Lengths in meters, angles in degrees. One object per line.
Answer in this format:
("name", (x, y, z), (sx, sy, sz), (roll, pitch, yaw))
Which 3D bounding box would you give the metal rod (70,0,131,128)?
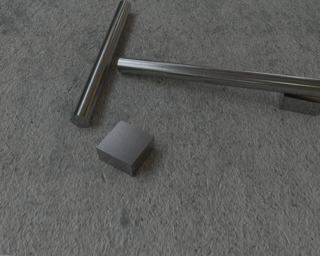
("metal rod", (-0.087, -0.122, 0.504), (0.025, 0.025, 0.300), (6, 50, 4))

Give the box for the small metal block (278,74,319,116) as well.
("small metal block", (0.202, -0.048, 0.447), (0.050, 0.025, 0.050), (13, 51, 10))

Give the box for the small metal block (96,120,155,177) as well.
("small metal block", (-0.041, 0.024, 0.382), (0.050, 0.025, 0.050), (25, 54, 19))

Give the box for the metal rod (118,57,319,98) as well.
("metal rod", (0.082, -0.075, 0.447), (0.301, 0.025, 0.025), (10, 50, 15))
